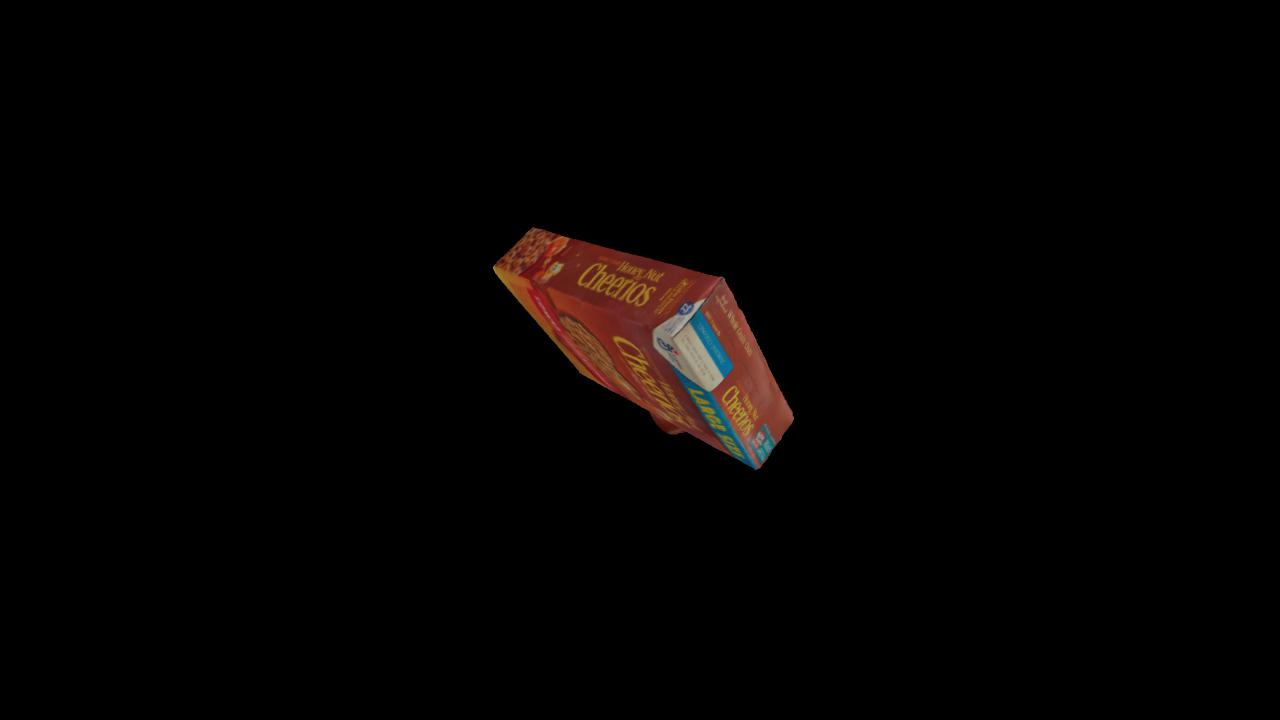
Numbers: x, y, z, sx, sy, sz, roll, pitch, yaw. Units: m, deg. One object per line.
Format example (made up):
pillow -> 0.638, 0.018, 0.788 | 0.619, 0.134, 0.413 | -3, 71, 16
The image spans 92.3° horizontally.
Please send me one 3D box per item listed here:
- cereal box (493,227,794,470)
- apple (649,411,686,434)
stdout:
cereal box -> -0.004, -0.022, 0.644 | 0.306, 0.081, 0.203 | 26, -21, 46
apple -> 0.047, 0.045, 0.732 | 0.079, 0.093, 0.079 | -25, -10, -5
